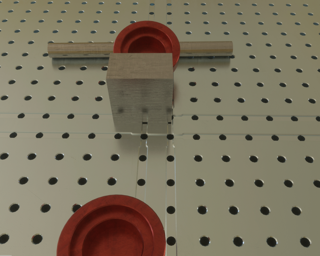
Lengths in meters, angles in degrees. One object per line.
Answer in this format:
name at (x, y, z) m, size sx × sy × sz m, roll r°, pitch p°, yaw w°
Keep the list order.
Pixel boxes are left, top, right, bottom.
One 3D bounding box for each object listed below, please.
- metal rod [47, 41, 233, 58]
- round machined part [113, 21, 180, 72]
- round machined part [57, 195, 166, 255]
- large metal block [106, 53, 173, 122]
metal rod at (-0.031, -0.131, 0.516) m, size 0.302 × 0.025 × 0.025 m, roll -1°, pitch 50°, yaw -1°
round machined part at (-0.020, -0.111, 0.475) m, size 0.099 × 0.042 × 0.098 m, roll 0°, pitch 73°, yaw -1°
round machined part at (-0.044, 0.118, 0.297) m, size 0.099 × 0.042 × 0.098 m, roll 0°, pitch 50°, yaw 0°
large metal block at (-0.024, -0.053, 0.416) m, size 0.081 × 0.080 × 0.050 m, roll 0°, pitch 50°, yaw 0°
